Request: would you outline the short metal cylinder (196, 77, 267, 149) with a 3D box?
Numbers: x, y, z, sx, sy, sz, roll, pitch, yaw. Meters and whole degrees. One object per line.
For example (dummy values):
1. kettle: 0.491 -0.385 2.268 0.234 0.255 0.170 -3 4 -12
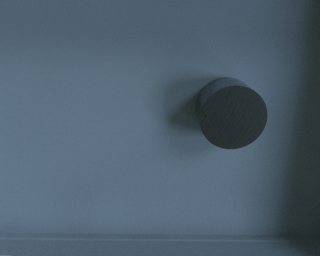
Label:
1. short metal cylinder: 0.087 -0.020 0.391 0.080 0.050 0.079 0 110 0
